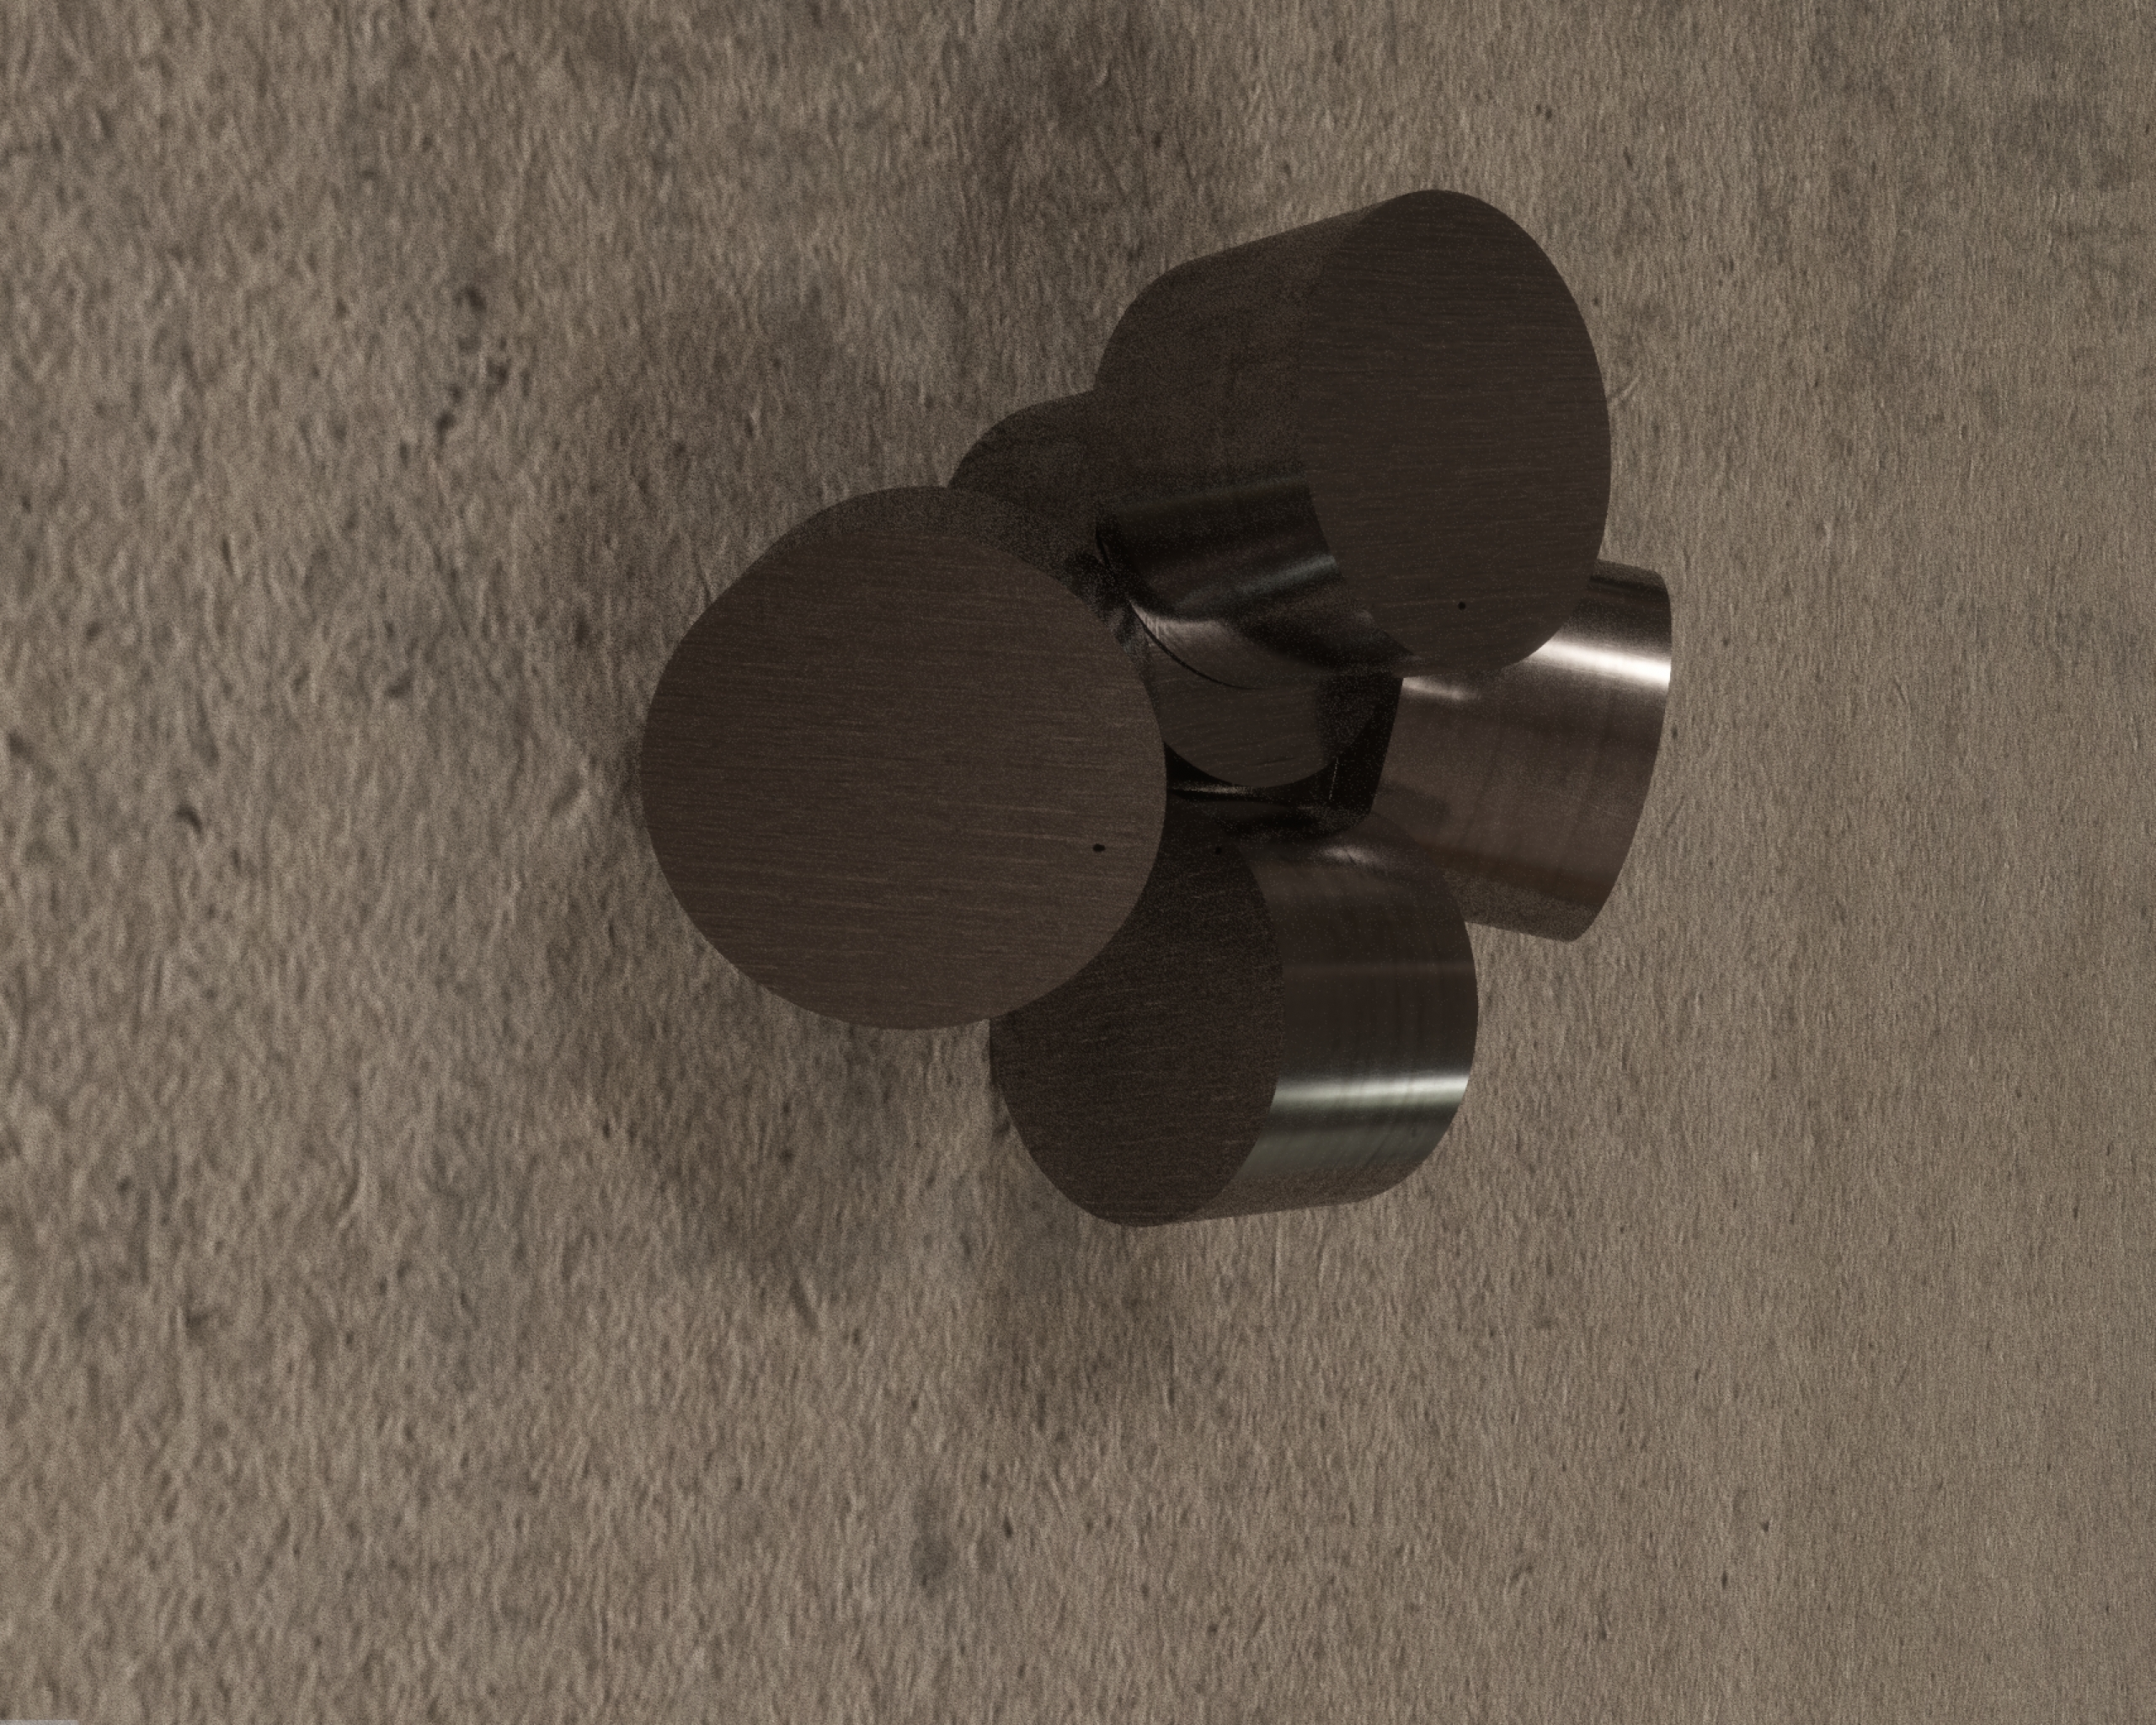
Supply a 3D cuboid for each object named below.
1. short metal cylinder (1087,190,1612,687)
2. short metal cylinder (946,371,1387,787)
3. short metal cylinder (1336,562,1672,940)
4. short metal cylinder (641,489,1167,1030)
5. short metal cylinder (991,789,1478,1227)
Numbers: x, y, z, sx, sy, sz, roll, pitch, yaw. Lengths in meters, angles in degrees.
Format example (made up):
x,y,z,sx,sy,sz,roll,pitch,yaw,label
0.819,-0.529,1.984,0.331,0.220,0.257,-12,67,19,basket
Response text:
x,y,z,sx,sy,sz,roll,pitch,yaw,label
0.049,-0.072,0.366,0.081,0.050,0.079,0,90,-40,short metal cylinder
0.018,-0.054,0.407,0.081,0.050,0.079,0,90,-40,short metal cylinder
0.086,-0.027,0.437,0.050,0.080,0.080,12,81,-1,short metal cylinder
-0.026,-0.019,0.343,0.081,0.050,0.079,0,107,1,short metal cylinder
0.028,0.027,0.395,0.050,0.080,0.079,2,89,-40,short metal cylinder
